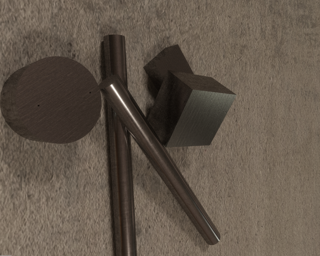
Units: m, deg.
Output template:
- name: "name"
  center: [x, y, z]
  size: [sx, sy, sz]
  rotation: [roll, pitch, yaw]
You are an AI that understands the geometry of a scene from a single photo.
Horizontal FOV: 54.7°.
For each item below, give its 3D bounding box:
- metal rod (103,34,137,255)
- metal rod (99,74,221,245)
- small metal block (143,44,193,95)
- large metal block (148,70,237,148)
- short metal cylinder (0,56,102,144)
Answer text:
- name: "metal rod"
  center: [-0.046, 0.043, 0.368]
  size: [0.025, 0.025, 0.298]
  rotation: [-5, 93, -40]
- name: "metal rod"
  center: [0.014, 0.060, 0.398]
  size: [0.025, 0.025, 0.299]
  rotation: [-51, 126, -28]
- name: "small metal block"
  center: [0.013, -0.076, 0.418]
  size: [0.050, 0.025, 0.050]
  rotation: [-48, 119, -30]
- name: "large metal block"
  center: [0.039, -0.023, 0.400]
  size: [0.081, 0.050, 0.079]
  rotation: [0, 124, -40]
- name: "short metal cylinder"
  center: [-0.105, -0.026, 0.301]
  size: [0.081, 0.050, 0.079]
  rotation: [0, 90, -40]
